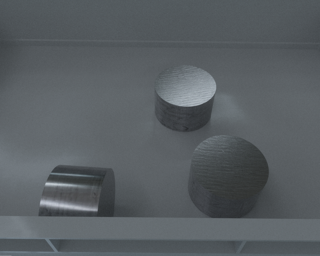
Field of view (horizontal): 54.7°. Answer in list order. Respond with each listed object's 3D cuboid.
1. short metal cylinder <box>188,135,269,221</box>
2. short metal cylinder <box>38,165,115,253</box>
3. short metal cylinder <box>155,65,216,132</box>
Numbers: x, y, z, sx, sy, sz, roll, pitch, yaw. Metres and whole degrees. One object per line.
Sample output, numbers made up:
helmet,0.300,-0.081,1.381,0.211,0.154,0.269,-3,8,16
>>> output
short metal cylinder,0.073,0.055,0.344,0.081,0.050,0.080,0,50,0
short metal cylinder,-0.077,0.078,0.303,0.050,0.080,0.080,4,50,3
short metal cylinder,0.033,-0.041,0.424,0.081,0.050,0.080,0,50,0
